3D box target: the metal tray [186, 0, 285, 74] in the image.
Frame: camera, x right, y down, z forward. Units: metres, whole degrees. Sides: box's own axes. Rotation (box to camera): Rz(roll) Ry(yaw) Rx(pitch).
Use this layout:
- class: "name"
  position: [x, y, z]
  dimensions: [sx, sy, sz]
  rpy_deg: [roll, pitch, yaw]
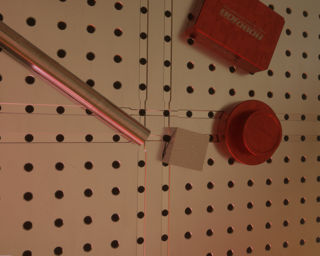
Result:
- class: "metal tray"
  position: [0.113, -0.149, 0.453]
  dimensions: [0.131, 0.030, 0.090]
  rpy_deg: [25, 82, -19]

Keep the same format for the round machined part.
- class: "round machined part"
  position: [0.139, 0.007, 0.457]
  dimensions: [0.099, 0.042, 0.097]
  rpy_deg: [0, 90, -21]

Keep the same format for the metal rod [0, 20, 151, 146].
- class: "metal rod"
  position: [-0.135, -0.073, 0.362]
  dimensions: [0.301, 0.025, 0.025]
  rpy_deg: [37, 78, -17]

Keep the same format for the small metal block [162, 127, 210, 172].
- class: "small metal block"
  position: [0.036, 0.029, 0.427]
  dimensions: [0.050, 0.025, 0.050]
  rpy_deg: [15, 85, -20]
